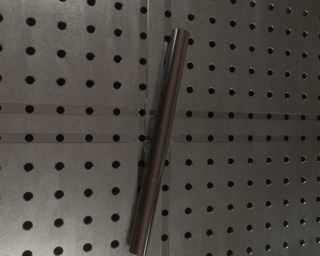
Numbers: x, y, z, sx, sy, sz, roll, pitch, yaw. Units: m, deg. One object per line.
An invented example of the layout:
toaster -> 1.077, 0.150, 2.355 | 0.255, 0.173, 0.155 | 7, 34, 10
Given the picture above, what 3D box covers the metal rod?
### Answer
metal rod -> 0.000, 0.015, 0.413 | 0.025, 0.025, 0.298 | 13, 86, -20
